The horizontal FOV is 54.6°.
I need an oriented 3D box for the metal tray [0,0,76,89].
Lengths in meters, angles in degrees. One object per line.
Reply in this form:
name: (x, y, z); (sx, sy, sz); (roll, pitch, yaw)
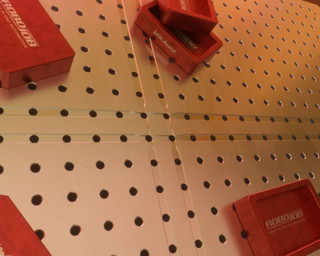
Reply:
metal tray: (-0.178, -0.118, 0.381); (0.091, 0.030, 0.130); (-28, 77, -37)

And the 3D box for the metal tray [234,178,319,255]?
metal tray: (0.173, 0.125, 0.420); (0.131, 0.030, 0.090); (-6, 65, -31)

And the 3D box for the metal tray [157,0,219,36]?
metal tray: (0.041, -0.222, 0.521); (0.091, 0.030, 0.130); (6, 59, -25)

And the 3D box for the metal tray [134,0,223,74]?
metal tray: (0.033, -0.160, 0.519); (0.130, 0.030, 0.090); (45, 51, 3)

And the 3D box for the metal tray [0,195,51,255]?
metal tray: (-0.159, 0.126, 0.243); (0.131, 0.030, 0.090); (-34, 81, -38)
